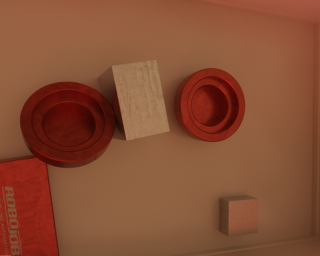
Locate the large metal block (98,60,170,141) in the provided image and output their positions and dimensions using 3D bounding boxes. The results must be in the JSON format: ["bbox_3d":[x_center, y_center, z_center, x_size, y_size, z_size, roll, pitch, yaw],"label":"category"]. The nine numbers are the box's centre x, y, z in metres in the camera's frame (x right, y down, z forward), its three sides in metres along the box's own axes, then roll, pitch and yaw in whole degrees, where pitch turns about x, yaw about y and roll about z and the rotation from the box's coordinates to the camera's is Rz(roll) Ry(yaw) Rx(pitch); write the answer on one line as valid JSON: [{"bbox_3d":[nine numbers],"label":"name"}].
[{"bbox_3d":[-0.034,-0.031,0.369,0.050,0.080,0.079,-12,95,-21],"label":"large metal block"}]

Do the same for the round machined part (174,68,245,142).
[{"bbox_3d":[0.064,-0.030,0.426,0.099,0.042,0.097,0,90,-21],"label":"round machined part"}]

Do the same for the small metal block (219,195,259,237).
[{"bbox_3d":[0.116,0.128,0.455,0.050,0.025,0.050,1,90,-21],"label":"small metal block"}]

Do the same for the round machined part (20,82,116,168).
[{"bbox_3d":[-0.103,0.000,0.351,0.099,0.042,0.098,8,61,-15],"label":"round machined part"}]

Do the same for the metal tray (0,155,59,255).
[{"bbox_3d":[-0.167,0.100,0.346,0.091,0.030,0.129,-8,93,-20],"label":"metal tray"}]
